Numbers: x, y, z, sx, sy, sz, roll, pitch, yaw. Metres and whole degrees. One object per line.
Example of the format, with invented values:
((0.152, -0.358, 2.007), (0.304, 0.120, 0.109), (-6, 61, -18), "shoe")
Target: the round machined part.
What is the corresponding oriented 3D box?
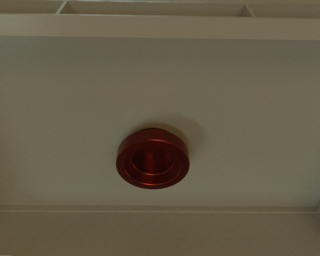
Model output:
((-0.009, 0.038, 0.430), (0.099, 0.042, 0.097), (0, 130, 0), "round machined part")
